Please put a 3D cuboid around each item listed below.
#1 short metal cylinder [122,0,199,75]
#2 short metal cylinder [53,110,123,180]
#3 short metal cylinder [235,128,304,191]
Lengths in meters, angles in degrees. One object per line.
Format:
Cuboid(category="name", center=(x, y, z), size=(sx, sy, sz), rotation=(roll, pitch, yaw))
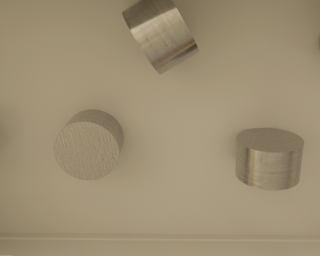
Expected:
Cuboid(category="short metal cylinder", center=(0.002, -0.106, 0.343), size=(0.050, 0.080, 0.080), rotation=(-30, 108, 10))
Cuboid(category="short metal cylinder", center=(-0.091, 0.021, 0.405), size=(0.081, 0.050, 0.079), rotation=(0, 110, 0))
Cuboid(category="short metal cylinder", center=(0.138, 0.037, 0.397), size=(0.080, 0.080, 0.050), rotation=(-3, 110, 1))
